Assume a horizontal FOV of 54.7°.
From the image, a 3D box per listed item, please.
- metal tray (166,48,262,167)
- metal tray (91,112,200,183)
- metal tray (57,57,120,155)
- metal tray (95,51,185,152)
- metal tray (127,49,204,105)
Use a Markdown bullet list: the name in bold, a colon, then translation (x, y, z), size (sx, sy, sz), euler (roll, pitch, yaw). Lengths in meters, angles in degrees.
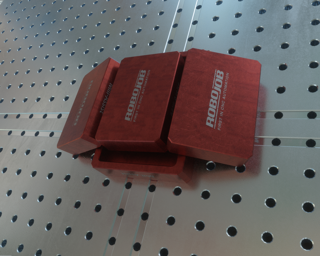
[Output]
- **metal tray**: translation (0.065, -0.027, 0.362), size (0.090, 0.030, 0.130), euler (12, 65, 3)
- **metal tray**: translation (-0.018, 0.019, 0.402), size (0.130, 0.030, 0.090), euler (1, 62, 28)
- **metal tray**: translation (-0.099, -0.031, 0.451), size (0.090, 0.030, 0.130), euler (-19, 50, 49)
- **metal tray**: translation (-0.021, -0.035, 0.397), size (0.090, 0.030, 0.130), euler (0, 61, 27)
- **metal tray**: translation (0.002, -0.061, 0.440), size (0.130, 0.030, 0.090), euler (1, 62, 28)
